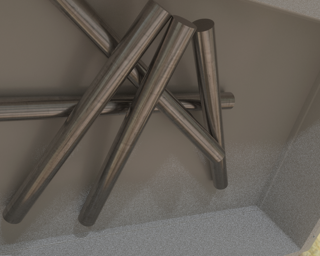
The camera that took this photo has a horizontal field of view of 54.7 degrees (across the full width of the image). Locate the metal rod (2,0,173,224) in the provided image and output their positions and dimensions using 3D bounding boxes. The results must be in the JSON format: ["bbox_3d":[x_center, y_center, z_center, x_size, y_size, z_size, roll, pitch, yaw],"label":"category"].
[{"bbox_3d":[-0.089,-0.001,0.328,0.025,0.025,0.299,24,115,-37],"label":"metal rod"}]

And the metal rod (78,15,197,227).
[{"bbox_3d":[-0.040,0.015,0.358,0.025,0.025,0.298,7,127,-32],"label":"metal rod"}]

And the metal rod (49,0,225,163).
[{"bbox_3d":[-0.014,-0.050,0.346,0.025,0.025,0.300,-45,122,3],"label":"metal rod"}]

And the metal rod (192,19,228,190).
[{"bbox_3d":[0.072,-0.005,0.418,0.025,0.025,0.299,-29,137,-11],"label":"metal rod"}]

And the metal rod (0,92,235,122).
[{"bbox_3d":[-0.036,-0.028,0.372,0.303,0.025,0.025,-5,121,-27],"label":"metal rod"}]
